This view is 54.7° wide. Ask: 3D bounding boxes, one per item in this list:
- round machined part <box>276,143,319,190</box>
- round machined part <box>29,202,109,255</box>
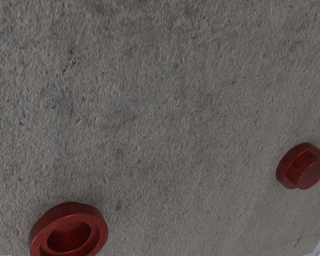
[{"bbox_3d":[0.277,0.080,0.596,0.099,0.042,0.097,-14,124,-21],"label":"round machined part"},{"bbox_3d":[-0.123,0.138,0.414,0.099,0.042,0.097,-14,124,-21],"label":"round machined part"}]
